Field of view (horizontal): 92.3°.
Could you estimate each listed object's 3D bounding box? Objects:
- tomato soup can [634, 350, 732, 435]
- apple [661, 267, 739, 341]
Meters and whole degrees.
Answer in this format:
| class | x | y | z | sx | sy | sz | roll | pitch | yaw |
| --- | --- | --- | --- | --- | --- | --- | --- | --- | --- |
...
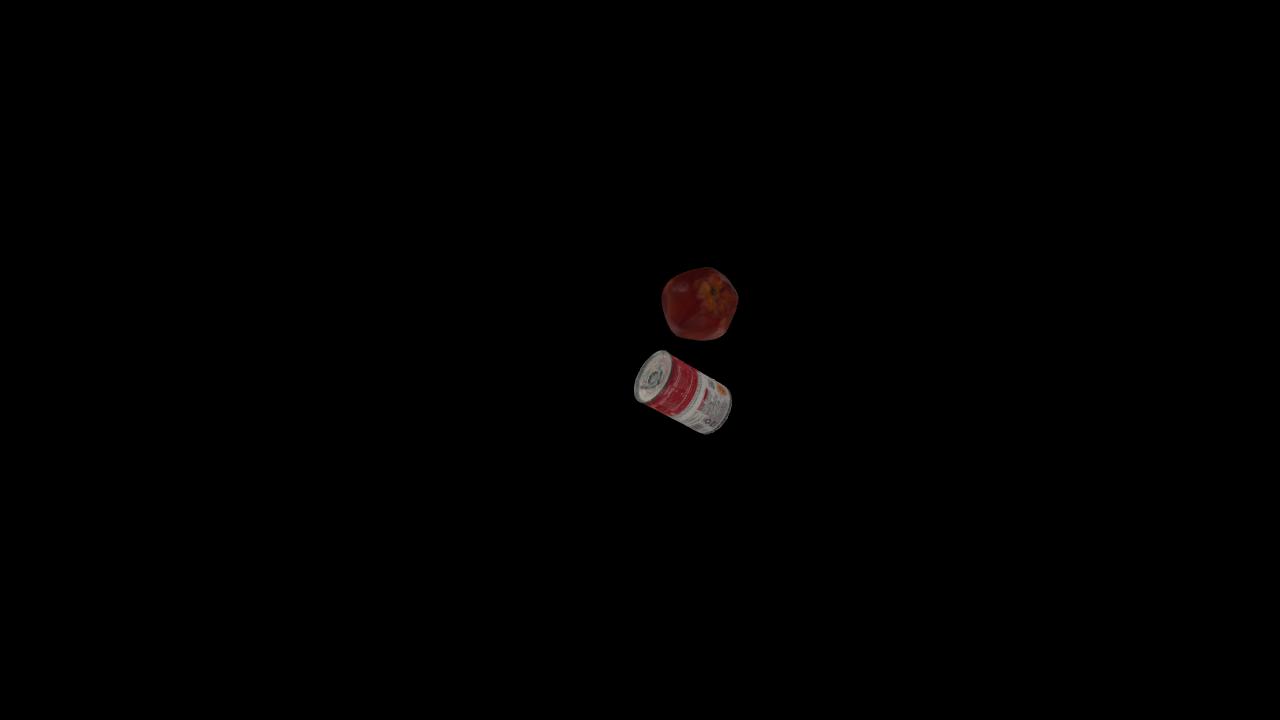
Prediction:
| class | x | y | z | sx | sy | sz | roll | pitch | yaw |
| --- | --- | --- | --- | --- | --- | --- | --- | --- | --- |
| tomato soup can | 0.053 | 0.040 | 0.734 | 0.101 | 0.068 | 0.068 | 29 | -15 | -28 |
| apple | 0.061 | -0.058 | 0.631 | 0.079 | 0.079 | 0.093 | 0 | -5 | -9 |
